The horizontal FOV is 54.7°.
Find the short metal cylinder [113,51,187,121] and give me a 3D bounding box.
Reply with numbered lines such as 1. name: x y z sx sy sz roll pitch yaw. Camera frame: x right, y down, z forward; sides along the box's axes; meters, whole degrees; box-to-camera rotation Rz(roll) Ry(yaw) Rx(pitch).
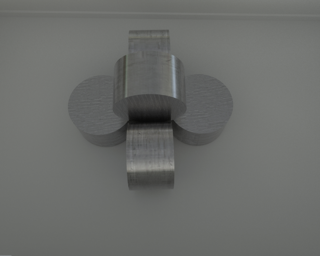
1. short metal cylinder: -0.012 -0.043 0.347 0.081 0.080 0.050 -1 70 -1

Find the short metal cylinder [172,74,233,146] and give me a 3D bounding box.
1. short metal cylinder: 0.049 -0.022 0.402 0.081 0.050 0.080 0 70 0

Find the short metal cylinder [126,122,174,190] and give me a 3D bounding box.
1. short metal cylinder: -0.011 0.033 0.366 0.050 0.080 0.080 -2 70 -1

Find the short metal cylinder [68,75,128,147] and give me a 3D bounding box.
1. short metal cylinder: -0.072 -0.021 0.401 0.081 0.050 0.080 0 70 0

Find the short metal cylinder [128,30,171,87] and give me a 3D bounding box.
1. short metal cylinder: -0.013 -0.088 0.410 0.050 0.080 0.080 -2 70 -1
